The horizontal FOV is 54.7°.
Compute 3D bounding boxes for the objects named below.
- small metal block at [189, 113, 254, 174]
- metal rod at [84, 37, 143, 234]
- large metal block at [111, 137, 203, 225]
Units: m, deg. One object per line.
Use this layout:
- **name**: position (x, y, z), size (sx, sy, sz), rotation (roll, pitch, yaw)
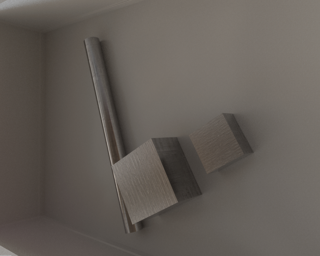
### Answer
- **small metal block**: position (0.068, 0.018, 0.349), size (0.050, 0.025, 0.050), rotation (-36, 68, 33)
- **metal rod**: position (-0.073, 0.003, 0.464), size (0.025, 0.025, 0.299), rotation (-23, 75, 37)
- **large metal block**: position (-0.006, 0.066, 0.394), size (0.080, 0.050, 0.080), rotation (-36, 68, 34)
